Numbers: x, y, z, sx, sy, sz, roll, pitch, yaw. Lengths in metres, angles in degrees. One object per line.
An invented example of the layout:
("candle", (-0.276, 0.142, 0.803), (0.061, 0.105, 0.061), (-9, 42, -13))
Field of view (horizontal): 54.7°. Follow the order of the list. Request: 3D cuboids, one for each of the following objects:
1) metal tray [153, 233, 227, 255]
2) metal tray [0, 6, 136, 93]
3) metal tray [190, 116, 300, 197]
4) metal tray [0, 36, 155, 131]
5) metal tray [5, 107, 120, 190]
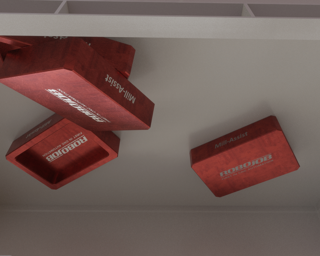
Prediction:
("metal tray", (0.060, 0.268, 0.636), (0.130, 0.030, 0.090), (-37, 122, 27))
("metal tray", (-0.099, -0.067, 0.319), (0.131, 0.030, 0.090), (14, 160, -12))
("metal tray", (0.120, 0.045, 0.445), (0.130, 0.030, 0.090), (-25, 126, 20))
("metal tray", (-0.075, -0.034, 0.310), (0.090, 0.030, 0.130), (-2, 158, 29))
("metal tray", (-0.132, 0.029, 0.428), (0.130, 0.030, 0.090), (-29, 125, 22))
